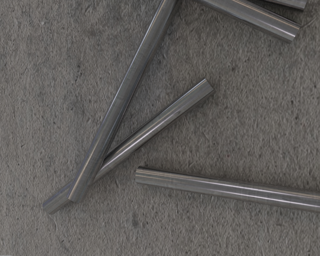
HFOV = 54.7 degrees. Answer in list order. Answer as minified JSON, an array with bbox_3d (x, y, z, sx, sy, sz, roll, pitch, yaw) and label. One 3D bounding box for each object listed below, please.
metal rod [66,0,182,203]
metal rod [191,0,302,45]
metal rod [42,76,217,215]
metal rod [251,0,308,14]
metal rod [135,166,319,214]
[{"bbox_3d":[-0.048,-0.039,0.409,0.025,0.025,0.299,27,93,18],"label":"metal rod"},{"bbox_3d":[0.025,-0.178,0.380,0.301,0.025,0.025,29,100,10],"label":"metal rod"},{"bbox_3d":[-0.052,0.033,0.427,0.300,0.025,0.025,-37,78,16],"label":"metal rod"},{"bbox_3d":[0.034,-0.196,0.396,0.301,0.025,0.025,22,98,18],"label":"metal rod"},{"bbox_3d":[0.113,0.077,0.368,0.301,0.025,0.025,5,92,19],"label":"metal rod"}]
